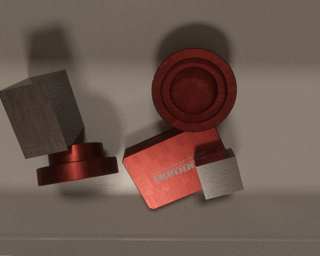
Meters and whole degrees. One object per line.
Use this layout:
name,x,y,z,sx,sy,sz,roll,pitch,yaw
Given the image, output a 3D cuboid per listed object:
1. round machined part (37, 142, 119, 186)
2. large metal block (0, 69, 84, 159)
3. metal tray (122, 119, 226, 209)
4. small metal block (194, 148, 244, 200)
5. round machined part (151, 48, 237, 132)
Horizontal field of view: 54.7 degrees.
round machined part,-0.105,0.044,0.393,0.099,0.098,0.042,-10,83,3
large metal block,-0.136,-0.020,0.372,0.050,0.080,0.079,-12,109,4
metal tray,0.026,0.048,0.427,0.130,0.030,0.090,-24,109,8
small metal block,0.076,0.059,0.402,0.050,0.025,0.050,-16,110,5
round machined part,0.041,-0.046,0.379,0.099,0.042,0.097,1,98,4
